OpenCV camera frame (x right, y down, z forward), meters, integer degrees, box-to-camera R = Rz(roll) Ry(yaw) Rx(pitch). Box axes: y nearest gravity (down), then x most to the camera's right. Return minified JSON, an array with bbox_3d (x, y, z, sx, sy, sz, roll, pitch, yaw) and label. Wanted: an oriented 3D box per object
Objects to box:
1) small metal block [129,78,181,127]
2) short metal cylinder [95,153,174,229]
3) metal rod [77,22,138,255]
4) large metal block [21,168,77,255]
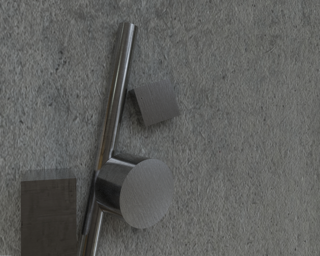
[{"bbox_3d":[-0.007,-0.033,0.406,0.050,0.025,0.050,-19,97,-19],"label":"small metal block"},{"bbox_3d":[-0.029,0.073,0.371,0.081,0.050,0.079,-5,97,-42],"label":"short metal cylinder"},{"bbox_3d":[-0.065,0.018,0.384,0.025,0.025,0.298,11,86,-20],"label":"metal rod"},{"bbox_3d":[-0.120,0.089,0.336,0.050,0.080,0.079,0,90,-20],"label":"large metal block"}]
